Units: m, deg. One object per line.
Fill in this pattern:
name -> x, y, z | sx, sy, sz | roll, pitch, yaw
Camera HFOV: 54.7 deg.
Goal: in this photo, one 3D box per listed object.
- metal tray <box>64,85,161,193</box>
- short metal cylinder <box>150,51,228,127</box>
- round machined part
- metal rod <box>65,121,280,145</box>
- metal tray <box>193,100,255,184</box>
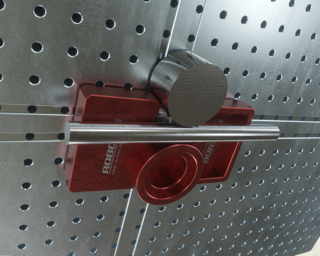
metal tray -> -0.060, 0.016, 0.379 | 0.091, 0.030, 0.129 | 3, 117, -30
short metal cylinder -> 0.035, -0.048, 0.379 | 0.081, 0.050, 0.079 | -14, 124, -21
round machined part -> 0.007, 0.053, 0.420 | 0.099, 0.042, 0.097 | -14, 124, -21
metal rod -> 0.037, 0.006, 0.391 | 0.303, 0.025, 0.025 | 0, 118, -29
metal tray -> 0.077, 0.022, 0.459 | 0.091, 0.030, 0.129 | 1, 118, -29
